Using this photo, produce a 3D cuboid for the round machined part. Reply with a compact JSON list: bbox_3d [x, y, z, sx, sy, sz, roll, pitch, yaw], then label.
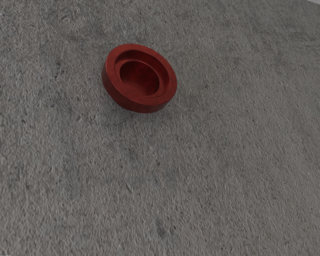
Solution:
[{"bbox_3d":[-0.030,-0.061,0.413,0.099,0.042,0.098,13,56,-21],"label":"round machined part"}]
